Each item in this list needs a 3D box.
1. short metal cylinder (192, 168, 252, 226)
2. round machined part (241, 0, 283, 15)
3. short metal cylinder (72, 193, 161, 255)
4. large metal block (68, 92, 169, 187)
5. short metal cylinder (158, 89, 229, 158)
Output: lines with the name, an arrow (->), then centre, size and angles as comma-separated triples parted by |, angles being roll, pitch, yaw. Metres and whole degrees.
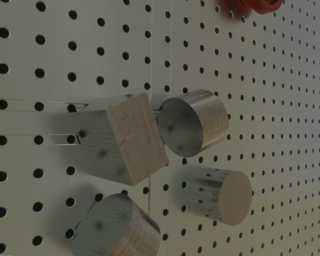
short metal cylinder -> 0.096, 0.103, 0.474 | 0.081, 0.050, 0.079 | 0, 90, -40
round machined part -> 0.173, -0.248, 0.542 | 0.099, 0.042, 0.097 | 0, 90, -40
short metal cylinder -> -0.047, 0.118, 0.335 | 0.050, 0.080, 0.080 | 51, 60, -28
large metal block -> -0.046, 0.010, 0.335 | 0.050, 0.080, 0.080 | -29, 108, -36
short metal cylinder -> 0.043, -0.007, 0.409 | 0.050, 0.080, 0.080 | -22, 104, -38
